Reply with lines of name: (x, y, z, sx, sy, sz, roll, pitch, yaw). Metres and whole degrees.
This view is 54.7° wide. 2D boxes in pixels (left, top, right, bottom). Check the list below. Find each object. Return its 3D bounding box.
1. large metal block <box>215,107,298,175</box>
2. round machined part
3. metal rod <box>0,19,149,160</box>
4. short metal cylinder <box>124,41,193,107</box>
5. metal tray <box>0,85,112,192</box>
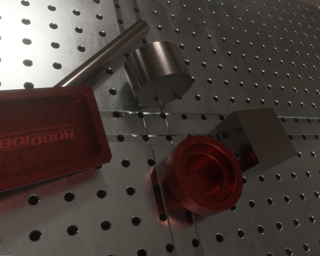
large metal block: (0.141, 0.019, 0.459, 0.081, 0.050, 0.080, -6, 65, -31)
round machined part: (0.051, 0.061, 0.389, 0.099, 0.042, 0.098, 14, 56, -21)
metal rod: (-0.098, -0.067, 0.397, 0.025, 0.025, 0.301, 39, 51, -2)
short metal cylinder: (-0.003, -0.070, 0.416, 0.081, 0.080, 0.050, -7, 65, -32)
metal tray: (-0.120, 0.007, 0.310, 0.131, 0.030, 0.090, -11, 81, -42)
